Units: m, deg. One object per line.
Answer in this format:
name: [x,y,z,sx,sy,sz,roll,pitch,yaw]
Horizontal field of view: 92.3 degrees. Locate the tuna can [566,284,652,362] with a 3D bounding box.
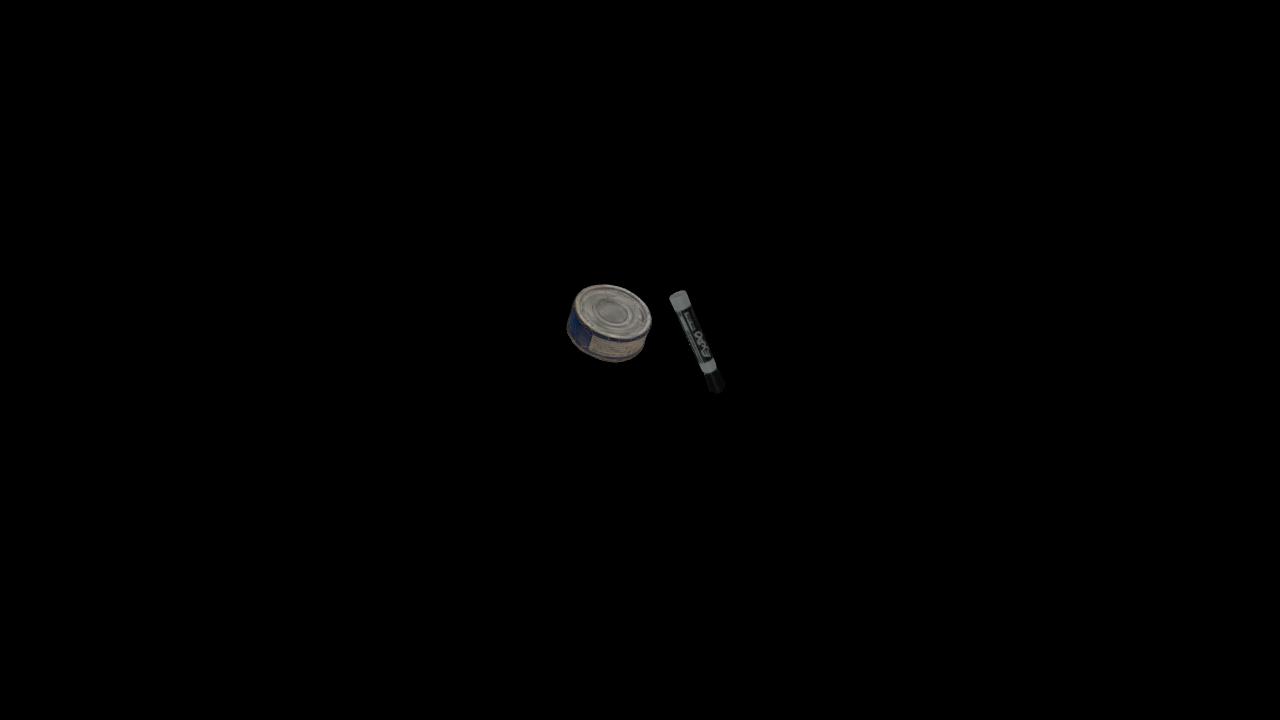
tuna can: [-0.031,-0.040,0.631,0.084,0.084,0.034,0,-42,-22]

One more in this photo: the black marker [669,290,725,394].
black marker: [0.063,-0.016,0.649,0.020,0.121,0.020,-22,21,9]
